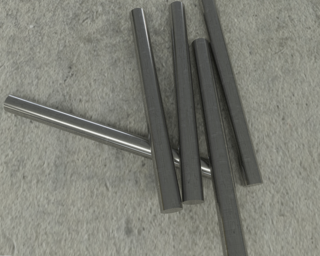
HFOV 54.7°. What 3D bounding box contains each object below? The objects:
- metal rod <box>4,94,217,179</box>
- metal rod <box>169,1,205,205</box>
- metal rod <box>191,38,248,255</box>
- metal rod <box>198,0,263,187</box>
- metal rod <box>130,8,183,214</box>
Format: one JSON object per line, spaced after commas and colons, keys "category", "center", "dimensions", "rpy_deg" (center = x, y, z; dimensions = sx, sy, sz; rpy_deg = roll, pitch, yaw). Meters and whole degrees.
{"category": "metal rod", "center": [-0.059, 0.012, 0.402], "dimensions": [0.301, 0.025, 0.025], "rpy_deg": [18, 71, 6]}
{"category": "metal rod", "center": [0.031, -0.051, 0.410], "dimensions": [0.025, 0.025, 0.299], "rpy_deg": [-2, 64, -1]}
{"category": "metal rod", "center": [0.069, 0.009, 0.384], "dimensions": [0.025, 0.025, 0.299], "rpy_deg": [-3, 62, -2]}
{"category": "metal rod", "center": [0.093, -0.068, 0.434], "dimensions": [0.025, 0.025, 0.299], "rpy_deg": [-8, 70, -3]}
{"category": "metal rod", "center": [-0.011, -0.041, 0.404], "dimensions": [0.025, 0.025, 0.299], "rpy_deg": [-8, 63, -3]}
